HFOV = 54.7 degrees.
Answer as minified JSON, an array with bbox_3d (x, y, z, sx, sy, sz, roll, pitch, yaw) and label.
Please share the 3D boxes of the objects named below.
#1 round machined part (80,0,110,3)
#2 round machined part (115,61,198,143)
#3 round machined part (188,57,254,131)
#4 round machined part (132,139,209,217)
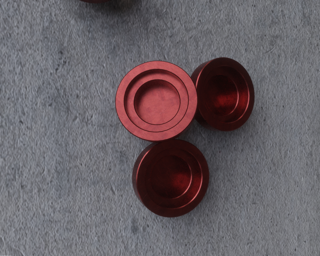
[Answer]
[{"bbox_3d":[-0.084,-0.197,0.369,0.099,0.042,0.097,0,90,-20],"label":"round machined part"},{"bbox_3d":[-0.003,-0.030,0.385,0.099,0.042,0.097,-1,82,6],"label":"round machined part"},{"bbox_3d":[0.078,-0.044,0.424,0.099,0.042,0.097,0,89,-28],"label":"round machined part"},{"bbox_3d":[0.011,0.062,0.404,0.099,0.042,0.097,0,90,-20],"label":"round machined part"}]
